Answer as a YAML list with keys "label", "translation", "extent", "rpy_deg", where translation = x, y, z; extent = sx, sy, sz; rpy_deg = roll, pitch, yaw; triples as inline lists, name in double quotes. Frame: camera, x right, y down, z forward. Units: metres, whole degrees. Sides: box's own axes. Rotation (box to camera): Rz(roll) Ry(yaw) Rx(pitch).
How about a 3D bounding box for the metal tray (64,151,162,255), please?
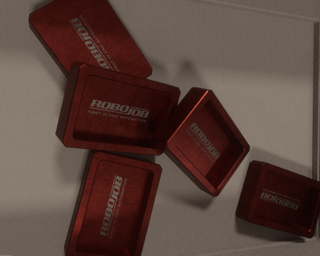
- label: "metal tray"
  translation: [-0.057, 0.099, 0.387]
  extent: [0.091, 0.030, 0.129]
  rpy_deg: [16, 85, -20]

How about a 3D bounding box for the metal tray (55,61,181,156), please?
- label: "metal tray"
  translation: [-0.045, -0.019, 0.364]
  extent: [0.131, 0.030, 0.089]
  rpy_deg: [9, 101, -35]

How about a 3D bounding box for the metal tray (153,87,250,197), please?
- label: "metal tray"
  translation: [0.060, 0.021, 0.407]
  extent: [0.090, 0.030, 0.130]
  rpy_deg: [-52, 127, -13]

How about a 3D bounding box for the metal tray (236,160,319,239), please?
- label: "metal tray"
  translation: [0.189, 0.111, 0.479]
  extent: [0.131, 0.030, 0.090]
  rpy_deg: [20, 83, -19]

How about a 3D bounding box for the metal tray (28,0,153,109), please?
- label: "metal tray"
  translation: [-0.082, -0.097, 0.378]
  extent: [0.090, 0.030, 0.130]
  rpy_deg: [-38, 103, -16]
